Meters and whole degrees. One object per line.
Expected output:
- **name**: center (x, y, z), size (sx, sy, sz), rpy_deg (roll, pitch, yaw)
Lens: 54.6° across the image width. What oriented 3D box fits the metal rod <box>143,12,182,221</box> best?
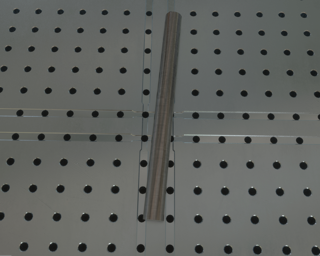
- **metal rod**: center (0.006, -0.029, 0.422), size (0.025, 0.025, 0.299), rpy_deg (5, 70, 2)
